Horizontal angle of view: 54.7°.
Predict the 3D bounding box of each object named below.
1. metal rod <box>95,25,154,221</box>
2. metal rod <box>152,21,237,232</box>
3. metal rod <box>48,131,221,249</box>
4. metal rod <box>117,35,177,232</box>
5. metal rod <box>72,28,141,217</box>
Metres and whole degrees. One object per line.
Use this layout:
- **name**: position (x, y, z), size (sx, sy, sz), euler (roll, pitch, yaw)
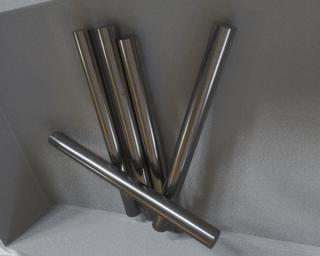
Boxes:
- **metal rod**: position (-0.037, 0.011, 0.433), size (0.025, 0.025, 0.298), euler (3, 120, 26)
- **metal rod**: position (0.033, 0.021, 0.386), size (0.025, 0.025, 0.298), euler (23, 121, 14)
- **metal rod**: position (-0.053, 0.075, 0.439), size (0.300, 0.025, 0.025), euler (26, 129, 27)
- **metal rod**: position (-0.009, 0.025, 0.427), size (0.025, 0.025, 0.298), euler (2, 120, 27)
- **metal rod**: position (-0.070, 0.009, 0.449), size (0.025, 0.025, 0.298), euler (3, 120, 26)
